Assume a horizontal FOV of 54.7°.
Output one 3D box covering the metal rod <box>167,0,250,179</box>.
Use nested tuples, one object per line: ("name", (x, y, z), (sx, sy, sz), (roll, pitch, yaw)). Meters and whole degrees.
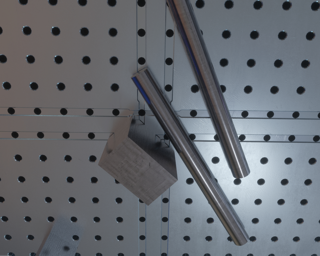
("metal rod", (0.058, -0.065, 0.390), (0.025, 0.025, 0.299), (-21, 109, 7))

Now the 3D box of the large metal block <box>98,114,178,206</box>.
("large metal block", (-0.025, 0.038, 0.398), (0.080, 0.080, 0.050), (43, 104, -14))

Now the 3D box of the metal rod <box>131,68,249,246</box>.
("metal rod", (0.050, 0.051, 0.433), (0.025, 0.025, 0.299), (-29, 108, 10))

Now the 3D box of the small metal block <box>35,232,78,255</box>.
("small metal block", (-0.159, 0.195, 0.470), (0.050, 0.050, 0.025), (36, 106, -13))
